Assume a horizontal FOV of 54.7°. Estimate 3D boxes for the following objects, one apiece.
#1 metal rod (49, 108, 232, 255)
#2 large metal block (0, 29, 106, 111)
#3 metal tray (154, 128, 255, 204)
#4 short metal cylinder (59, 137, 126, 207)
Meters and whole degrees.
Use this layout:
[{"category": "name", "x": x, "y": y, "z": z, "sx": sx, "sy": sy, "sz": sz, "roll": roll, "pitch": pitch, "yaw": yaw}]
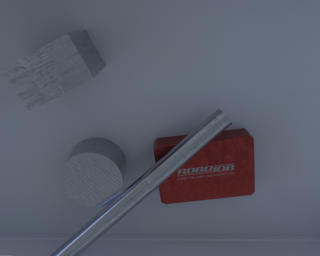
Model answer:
[{"category": "metal rod", "x": -0.031, "y": 0.084, "z": 0.396, "sx": 0.300, "sy": 0.025, "sz": 0.025, "roll": -41, "pitch": 106, "yaw": 5}, {"category": "large metal block", "x": -0.116, "y": -0.069, "z": 0.355, "sx": 0.080, "sy": 0.080, "sz": 0.050, "roll": -25, "pitch": 108, "yaw": 8}, {"category": "metal tray", "x": 0.062, "y": 0.054, "z": 0.429, "sx": 0.131, "sy": 0.030, "sz": 0.089, "roll": -7, "pitch": 110, "yaw": 2}, {"category": "short metal cylinder", "x": -0.088, "y": 0.059, "z": 0.419, "sx": 0.081, "sy": 0.050, "sz": 0.079, "roll": 0, "pitch": 110, "yaw": -1}]
